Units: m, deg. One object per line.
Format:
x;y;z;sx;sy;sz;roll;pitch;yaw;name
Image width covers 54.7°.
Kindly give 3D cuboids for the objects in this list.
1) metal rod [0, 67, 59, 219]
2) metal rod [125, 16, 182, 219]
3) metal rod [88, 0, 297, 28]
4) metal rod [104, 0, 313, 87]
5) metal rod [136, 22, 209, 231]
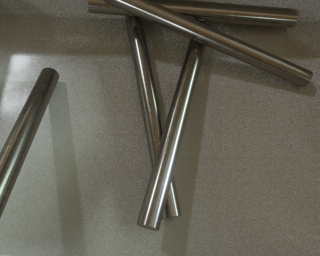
-0.157;0.030;0.330;0.025;0.025;0.300;1;44;0;metal rod
-0.013;-0.031;0.420;0.025;0.025;0.299;-10;70;-4;metal rod
0.050;-0.170;0.453;0.302;0.025;0.025;3;70;-5;metal rod
0.069;-0.125;0.427;0.302;0.025;0.025;22;71;-4;metal rod
0.025;-0.022;0.399;0.025;0.025;0.300;14;64;5;metal rod
